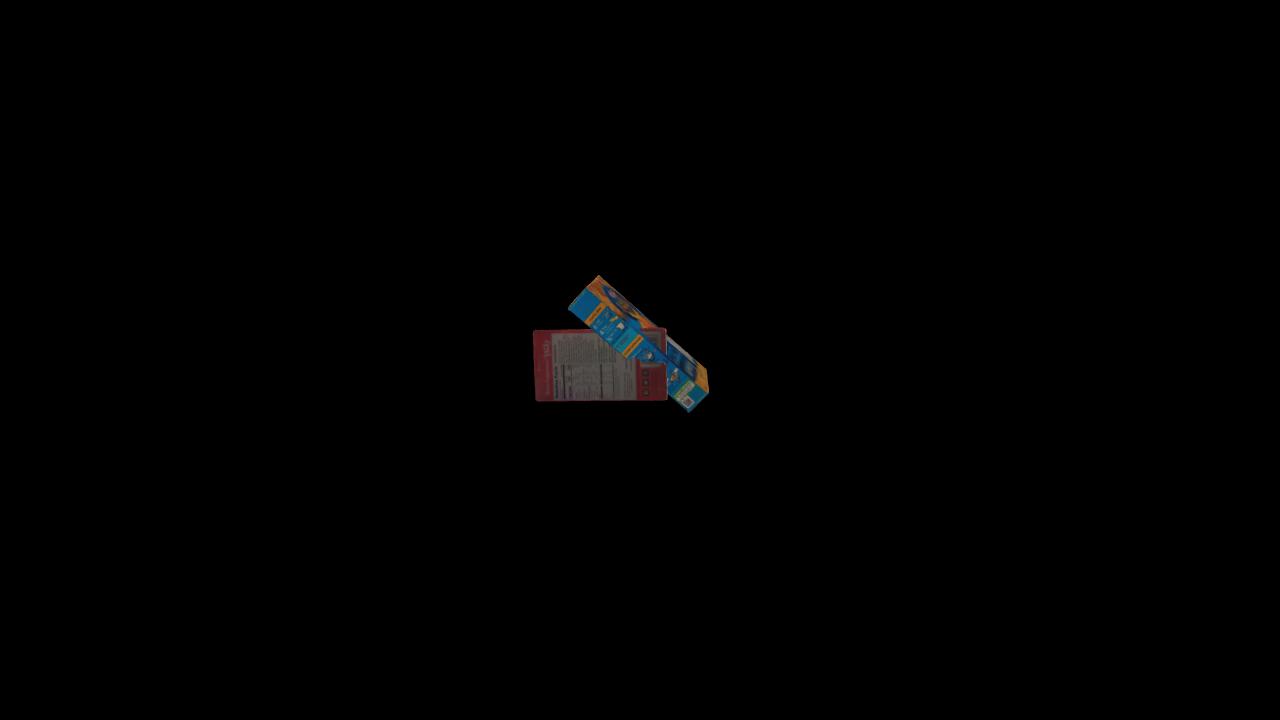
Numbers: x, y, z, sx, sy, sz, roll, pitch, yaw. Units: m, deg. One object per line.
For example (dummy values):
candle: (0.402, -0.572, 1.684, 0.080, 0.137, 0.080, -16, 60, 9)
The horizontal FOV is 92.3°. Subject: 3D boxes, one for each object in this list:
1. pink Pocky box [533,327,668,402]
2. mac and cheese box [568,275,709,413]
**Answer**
pink Pocky box: (-0.045, 0.005, 0.713, 0.155, 0.084, 0.029, -1, 5, 5)
mac and cheese box: (0.002, -0.022, 0.734, 0.184, 0.041, 0.093, 41, 17, -8)
